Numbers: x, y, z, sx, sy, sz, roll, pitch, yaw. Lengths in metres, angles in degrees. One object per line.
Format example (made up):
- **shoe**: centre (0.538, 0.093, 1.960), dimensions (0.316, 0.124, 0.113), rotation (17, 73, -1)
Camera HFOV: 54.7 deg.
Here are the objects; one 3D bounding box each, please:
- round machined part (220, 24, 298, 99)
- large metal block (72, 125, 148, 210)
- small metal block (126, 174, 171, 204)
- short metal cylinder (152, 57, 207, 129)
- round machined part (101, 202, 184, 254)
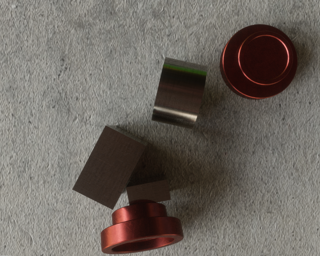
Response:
- **round machined part**: centre (0.131, -0.087, 0.403), dimensions (0.099, 0.042, 0.097), rotation (0, 90, -1)
- **large metal block**: centre (-0.056, 0.044, 0.382), dimensions (0.050, 0.080, 0.080), rotation (27, 90, -1)
- **small metal block**: centre (-0.014, 0.079, 0.397), dimensions (0.050, 0.050, 0.025), rotation (-11, 90, -1)
- **short metal cylinder**: centre (0.023, -0.043, 0.383), dimensions (0.050, 0.080, 0.080), rotation (13, 90, -1)
- **round machined part**: centre (-0.023, 0.122, 0.380), dimensions (0.099, 0.098, 0.042), rotation (-10, 61, 0)
